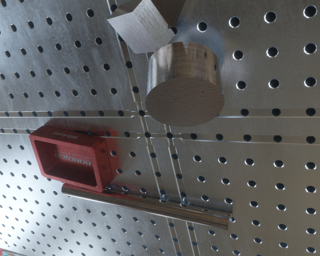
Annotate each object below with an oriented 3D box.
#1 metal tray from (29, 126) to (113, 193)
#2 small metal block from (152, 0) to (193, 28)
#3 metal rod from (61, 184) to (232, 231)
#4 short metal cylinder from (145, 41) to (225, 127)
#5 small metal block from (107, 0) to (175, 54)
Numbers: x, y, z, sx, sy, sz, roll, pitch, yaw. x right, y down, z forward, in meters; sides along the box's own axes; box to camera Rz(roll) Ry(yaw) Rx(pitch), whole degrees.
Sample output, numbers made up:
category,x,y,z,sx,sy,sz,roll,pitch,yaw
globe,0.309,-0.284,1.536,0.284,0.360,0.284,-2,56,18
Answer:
category,x,y,z,sx,sy,sz,roll,pitch,yaw
metal tray,-0.147,0.050,0.514,0.130,0.030,0.089,9,123,23
small metal block,0.008,-0.141,0.319,0.050,0.025,0.050,32,128,7
metal rod,-0.036,0.122,0.503,0.301,0.025,0.025,5,121,25
short metal cylinder,0.026,-0.044,0.330,0.081,0.050,0.080,0,145,1
small metal block,-0.021,-0.108,0.332,0.050,0.025,0.050,11,151,51
